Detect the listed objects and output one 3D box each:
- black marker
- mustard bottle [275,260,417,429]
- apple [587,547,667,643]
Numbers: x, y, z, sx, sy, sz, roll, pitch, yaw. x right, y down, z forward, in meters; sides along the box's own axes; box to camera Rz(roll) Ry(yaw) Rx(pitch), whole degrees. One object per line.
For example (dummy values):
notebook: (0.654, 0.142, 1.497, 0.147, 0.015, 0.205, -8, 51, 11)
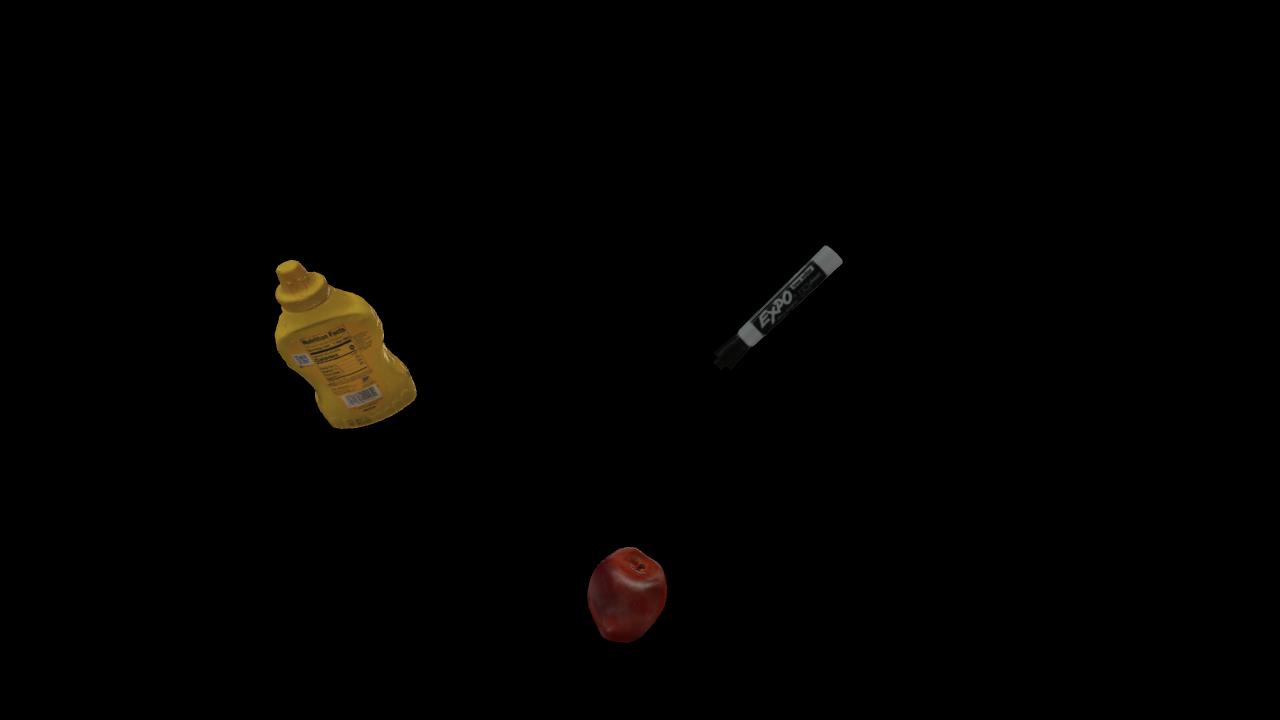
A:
black marker: (0.102, -0.037, 0.467, 0.121, 0.020, 0.020, -45, -10, 10)
mustard bottle: (-0.283, -0.015, 0.573, 0.092, 0.184, 0.054, -17, 46, -8)
apple: (-0.014, 0.235, 0.612, 0.079, 0.093, 0.079, 17, 23, -7)
